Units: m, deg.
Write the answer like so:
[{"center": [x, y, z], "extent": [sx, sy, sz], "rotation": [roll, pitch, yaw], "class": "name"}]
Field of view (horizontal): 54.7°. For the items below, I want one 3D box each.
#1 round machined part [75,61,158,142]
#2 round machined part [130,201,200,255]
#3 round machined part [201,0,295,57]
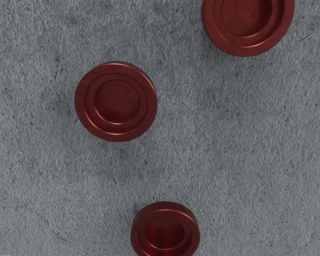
[{"center": [-0.052, -0.035, 0.387], "extent": [0.099, 0.042, 0.097], "rotation": [0, 110, 0], "class": "round machined part"}, {"center": [0.008, 0.149, 0.455], "extent": [0.099, 0.042, 0.097], "rotation": [0, 110, 0], "class": "round machined part"}, {"center": [0.096, -0.133, 0.352], "extent": [0.099, 0.042, 0.097], "rotation": [0, 110, 0], "class": "round machined part"}]
